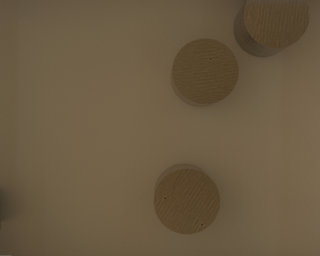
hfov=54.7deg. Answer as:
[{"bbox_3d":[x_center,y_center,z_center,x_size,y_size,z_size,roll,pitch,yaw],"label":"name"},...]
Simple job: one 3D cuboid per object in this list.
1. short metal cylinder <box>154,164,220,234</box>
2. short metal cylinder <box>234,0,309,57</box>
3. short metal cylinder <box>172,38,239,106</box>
[{"bbox_3d":[0.033,0.089,0.399,0.081,0.050,0.079,0,90,-1],"label":"short metal cylinder"},{"bbox_3d":[0.141,-0.137,0.401,0.081,0.050,0.079,0,90,-1],"label":"short metal cylinder"},{"bbox_3d":[0.055,-0.069,0.400,0.081,0.050,0.079,0,90,-1],"label":"short metal cylinder"}]
